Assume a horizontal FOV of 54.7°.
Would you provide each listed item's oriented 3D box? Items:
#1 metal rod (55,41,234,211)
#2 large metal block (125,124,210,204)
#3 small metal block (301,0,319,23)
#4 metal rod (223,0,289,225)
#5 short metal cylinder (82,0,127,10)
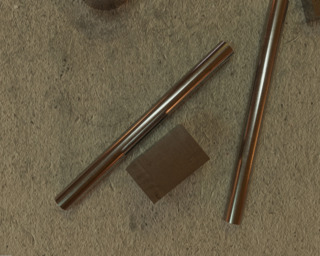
[{"bbox_3d":[-0.020,-0.003,0.409,0.300,0.025,0.025,-43,90,0],"label":"metal rod"},{"bbox_3d":[0.009,0.040,0.383,0.080,0.080,0.050,-39,90,0],"label":"large metal block"},{"bbox_3d":[0.220,-0.174,0.412,0.050,0.025,0.050,-13,90,0],"label":"small metal block"},{"bbox_3d":[0.127,-0.022,0.411,0.025,0.025,0.298,12,90,0],"label":"metal rod"},{"bbox_3d":[-0.075,-0.200,0.397,0.081,0.050,0.080,0,90,0],"label":"short metal cylinder"}]
